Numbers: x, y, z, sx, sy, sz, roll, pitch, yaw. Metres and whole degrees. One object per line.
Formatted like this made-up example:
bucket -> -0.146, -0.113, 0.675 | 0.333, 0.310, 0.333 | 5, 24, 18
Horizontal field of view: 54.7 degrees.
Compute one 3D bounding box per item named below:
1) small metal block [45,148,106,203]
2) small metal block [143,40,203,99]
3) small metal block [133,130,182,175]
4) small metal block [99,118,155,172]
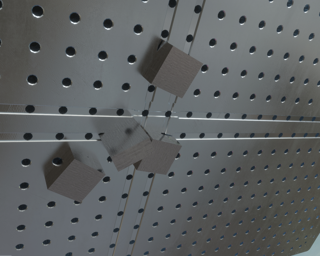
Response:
small metal block -> -0.107, 0.060, 0.391 | 0.050, 0.025, 0.050 | -48, 129, 5
small metal block -> 0.016, -0.071, 0.378 | 0.050, 0.025, 0.050 | 21, 107, -36
small metal block -> -0.005, 0.035, 0.432 | 0.050, 0.025, 0.050 | 15, 110, -35
small metal block -> -0.042, 0.020, 0.386 | 0.050, 0.050, 0.025 | -27, 128, -12
